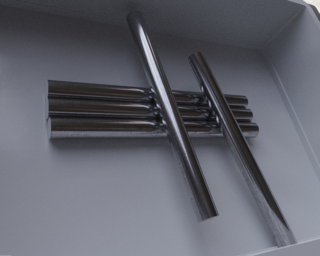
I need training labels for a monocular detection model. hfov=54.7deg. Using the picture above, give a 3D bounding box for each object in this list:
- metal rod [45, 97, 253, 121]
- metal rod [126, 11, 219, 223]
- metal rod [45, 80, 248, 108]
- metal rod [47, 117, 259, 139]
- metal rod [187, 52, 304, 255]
[{"bbox_3d":[0.006,-0.020,0.421,0.303,0.025,0.025,1,62,-28],"label":"metal rod"},{"bbox_3d":[0.008,-0.031,0.396,0.025,0.025,0.299,-5,64,-31],"label":"metal rod"},{"bbox_3d":[0.001,-0.042,0.432,0.303,0.025,0.025,1,62,-28],"label":"metal rod"},{"bbox_3d":[0.012,0.002,0.411,0.303,0.025,0.025,1,62,-28],"label":"metal rod"},{"bbox_3d":[0.110,0.031,0.421,0.025,0.025,0.299,-17,78,-35],"label":"metal rod"}]
